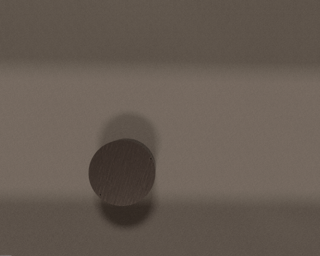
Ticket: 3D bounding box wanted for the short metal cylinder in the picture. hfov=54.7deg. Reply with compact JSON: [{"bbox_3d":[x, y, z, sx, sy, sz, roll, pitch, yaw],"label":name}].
[{"bbox_3d":[-0.046,0.054,0.398,0.081,0.050,0.079,0,90,-1],"label":"short metal cylinder"}]
